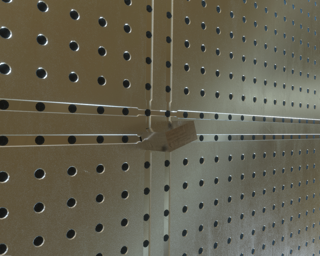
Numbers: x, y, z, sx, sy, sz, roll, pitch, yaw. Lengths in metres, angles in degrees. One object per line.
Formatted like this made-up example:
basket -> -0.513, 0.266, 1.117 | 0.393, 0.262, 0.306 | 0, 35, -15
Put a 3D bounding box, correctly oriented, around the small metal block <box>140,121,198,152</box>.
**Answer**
small metal block -> 0.011, 0.010, 0.401 | 0.050, 0.050, 0.025 | -22, 104, -38
